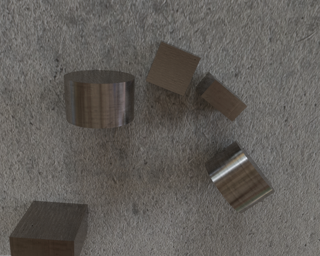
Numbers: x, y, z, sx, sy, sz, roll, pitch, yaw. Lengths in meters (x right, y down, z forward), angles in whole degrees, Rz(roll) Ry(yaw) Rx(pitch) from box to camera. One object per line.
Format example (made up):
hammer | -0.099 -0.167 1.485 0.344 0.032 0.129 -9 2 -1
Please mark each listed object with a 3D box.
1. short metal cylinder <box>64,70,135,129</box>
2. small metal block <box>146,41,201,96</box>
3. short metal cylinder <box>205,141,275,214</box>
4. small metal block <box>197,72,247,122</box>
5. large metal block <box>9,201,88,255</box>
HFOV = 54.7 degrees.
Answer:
short metal cylinder | -0.070 -0.037 0.366 0.081 0.080 0.050 3 110 -1
small metal block | 0.016 -0.074 0.383 0.050 0.025 0.050 21 109 -8
short metal cylinder | 0.104 0.063 0.405 0.050 0.080 0.080 -38 106 13
small metal block | 0.074 -0.040 0.383 0.050 0.050 0.025 37 106 -13
large metal block | -0.150 0.148 0.434 0.081 0.080 0.050 5 110 -2
